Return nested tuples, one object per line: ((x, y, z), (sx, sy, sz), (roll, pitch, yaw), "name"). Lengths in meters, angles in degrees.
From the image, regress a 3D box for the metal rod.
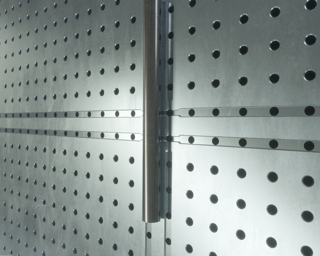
((-0.011, -0.024, 0.420), (0.025, 0.025, 0.298), (1, 91, 40), "metal rod")
